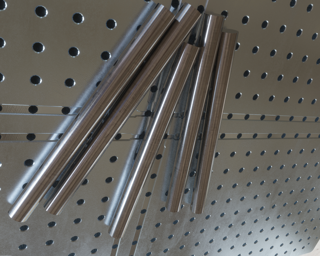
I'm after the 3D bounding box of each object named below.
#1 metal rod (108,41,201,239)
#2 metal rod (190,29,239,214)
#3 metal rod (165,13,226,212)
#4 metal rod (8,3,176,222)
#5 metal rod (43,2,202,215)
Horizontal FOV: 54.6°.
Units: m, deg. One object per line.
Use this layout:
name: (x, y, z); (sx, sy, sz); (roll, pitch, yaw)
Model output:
metal rod: (-0.015, 0.030, 0.421); (0.025, 0.025, 0.298); (8, 114, -32)
metal rod: (0.074, 0.009, 0.456); (0.025, 0.025, 0.298); (-10, 123, -23)
metal rod: (0.043, -0.003, 0.432); (0.025, 0.025, 0.298); (-5, 121, -26)
metal rod: (-0.083, -0.010, 0.358); (0.025, 0.025, 0.299); (31, 101, -38)
metal rod: (-0.051, -0.015, 0.374); (0.025, 0.025, 0.299); (29, 102, -38)
